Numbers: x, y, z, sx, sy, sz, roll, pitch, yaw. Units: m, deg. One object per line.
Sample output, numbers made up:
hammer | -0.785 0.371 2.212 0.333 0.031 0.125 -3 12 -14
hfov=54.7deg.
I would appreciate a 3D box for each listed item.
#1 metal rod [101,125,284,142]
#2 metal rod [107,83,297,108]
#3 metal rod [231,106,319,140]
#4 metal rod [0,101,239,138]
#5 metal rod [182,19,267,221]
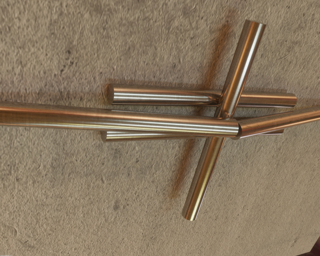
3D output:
metal rod | 0.065 0.002 0.446 0.303 0.025 0.025 -1 119 -28
metal rod | 0.076 -0.041 0.426 0.303 0.025 0.025 -1 119 -28
metal rod | 0.217 -0.016 0.487 0.303 0.025 0.025 -9 123 -36
metal rod | -0.048 -0.008 0.345 0.302 0.025 0.025 3 117 -20
metal rod | 0.079 0.006 0.425 0.025 0.025 0.298 0 119 -29
